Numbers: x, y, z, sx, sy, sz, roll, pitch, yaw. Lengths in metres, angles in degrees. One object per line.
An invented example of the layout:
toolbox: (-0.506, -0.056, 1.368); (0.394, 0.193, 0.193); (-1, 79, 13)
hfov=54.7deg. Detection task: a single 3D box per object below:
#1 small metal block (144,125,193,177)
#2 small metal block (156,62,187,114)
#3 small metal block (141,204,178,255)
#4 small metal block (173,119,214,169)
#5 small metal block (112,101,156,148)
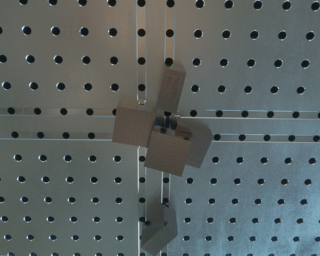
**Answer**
small metal block: (0.011, 0.029, 0.398); (0.050, 0.025, 0.050); (15, 109, 4)
small metal block: (0.012, -0.051, 0.382); (0.025, 0.050, 0.050); (12, 110, -5)
small metal block: (-0.001, 0.149, 0.455); (0.025, 0.050, 0.050); (39, 105, -13)
small metal block: (0.038, 0.022, 0.422); (0.050, 0.025, 0.050); (18, 109, -7)
small metal block: (-0.034, -0.005, 0.411); (0.050, 0.025, 0.050); (10, 110, -4)
